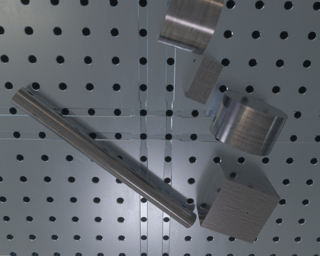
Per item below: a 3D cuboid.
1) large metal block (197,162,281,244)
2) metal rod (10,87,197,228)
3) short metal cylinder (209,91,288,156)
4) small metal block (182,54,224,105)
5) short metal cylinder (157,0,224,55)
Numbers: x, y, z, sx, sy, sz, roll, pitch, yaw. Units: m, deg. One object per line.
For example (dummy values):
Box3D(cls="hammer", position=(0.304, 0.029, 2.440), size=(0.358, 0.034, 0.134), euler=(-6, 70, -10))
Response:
Box3D(cls="large metal block", position=(0.108, 0.106, 0.440), size=(0.080, 0.050, 0.079), euler=(21, 109, -8))
Box3D(cls="metal rod", position=(-0.068, 0.048, 0.430), size=(0.301, 0.025, 0.025), euler=(38, 106, -13))
Box3D(cls="short metal cylinder", position=(0.108, -0.007, 0.383), size=(0.080, 0.080, 0.050), euler=(17, 109, -6))
Box3D(cls="small metal block", position=(0.051, -0.062, 0.378), size=(0.025, 0.050, 0.050), euler=(22, 109, -8))
Box3D(cls="short metal cylinder", position=(0.033, -0.126, 0.338), size=(0.050, 0.080, 0.079), euler=(16, 109, -6))
